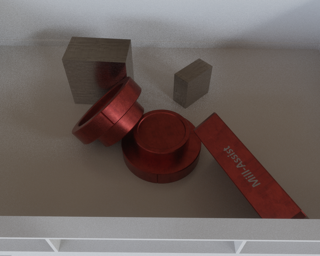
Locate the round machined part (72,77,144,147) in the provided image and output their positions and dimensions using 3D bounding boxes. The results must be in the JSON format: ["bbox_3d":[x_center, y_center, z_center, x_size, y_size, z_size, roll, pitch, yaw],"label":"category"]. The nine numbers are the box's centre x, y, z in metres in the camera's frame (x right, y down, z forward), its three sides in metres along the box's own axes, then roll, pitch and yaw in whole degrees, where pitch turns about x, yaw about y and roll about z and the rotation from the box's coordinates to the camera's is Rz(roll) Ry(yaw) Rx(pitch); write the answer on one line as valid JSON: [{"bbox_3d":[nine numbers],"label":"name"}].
[{"bbox_3d":[-0.058,-0.015,0.383,0.042,0.098,0.098,46,53,-18],"label":"round machined part"}]

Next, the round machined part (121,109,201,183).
[{"bbox_3d":[0.002,0.015,0.381,0.099,0.042,0.098,0,50,0],"label":"round machined part"}]

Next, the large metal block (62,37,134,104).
[{"bbox_3d":[-0.081,-0.077,0.433,0.080,0.080,0.050,3,50,2],"label":"large metal block"}]

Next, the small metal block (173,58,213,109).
[{"bbox_3d":[0.046,-0.063,0.443,0.050,0.050,0.025,-36,59,-27],"label":"small metal block"}]

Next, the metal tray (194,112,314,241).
[{"bbox_3d":[0.096,0.050,0.320,0.030,0.090,0.130,-41,55,9],"label":"metal tray"}]
